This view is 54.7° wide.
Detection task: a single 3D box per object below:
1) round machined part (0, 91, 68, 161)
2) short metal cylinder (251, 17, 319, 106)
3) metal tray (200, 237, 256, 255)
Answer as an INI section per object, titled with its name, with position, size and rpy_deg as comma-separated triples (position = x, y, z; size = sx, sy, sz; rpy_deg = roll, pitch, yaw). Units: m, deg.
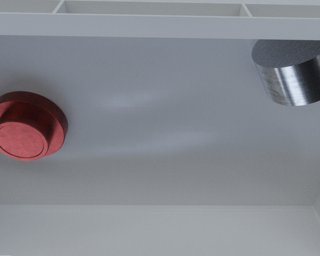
[round machined part]
position = -0.174, 0.005, 0.399
size = 0.099, 0.042, 0.097
rpy_deg = -1, 130, 0
[short metal cylinder]
position = 0.142, -0.068, 0.317
size = 0.080, 0.080, 0.050
rpy_deg = -23, 127, 18
[metal tray]
position = 0.132, 0.280, 0.648
size = 0.091, 0.030, 0.129
rpy_deg = 8, 130, -7
